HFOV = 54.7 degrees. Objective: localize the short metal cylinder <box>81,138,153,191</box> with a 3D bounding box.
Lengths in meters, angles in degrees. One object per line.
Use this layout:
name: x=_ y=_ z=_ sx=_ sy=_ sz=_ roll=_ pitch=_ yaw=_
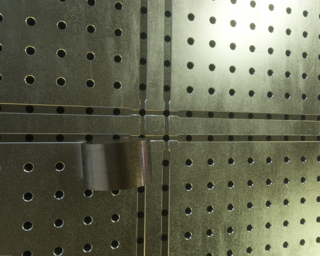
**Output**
short metal cylinder: x=-0.050 y=0.040 z=0.366 sx=0.081 sy=0.080 sz=0.050 roll=-4 pitch=92 yaw=-20
